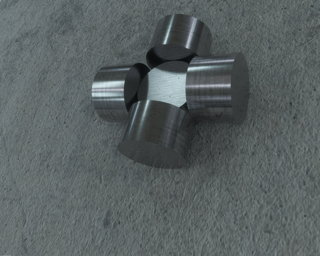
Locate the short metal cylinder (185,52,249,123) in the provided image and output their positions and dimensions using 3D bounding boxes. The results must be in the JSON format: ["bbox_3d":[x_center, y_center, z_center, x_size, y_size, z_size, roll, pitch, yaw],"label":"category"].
[{"bbox_3d":[0.069,-0.046,0.361,0.050,0.080,0.080,2,63,29],"label":"short metal cylinder"}]

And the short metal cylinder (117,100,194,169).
[{"bbox_3d":[-0.004,0.010,0.364,0.080,0.080,0.050,0,62,28],"label":"short metal cylinder"}]

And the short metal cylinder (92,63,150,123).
[{"bbox_3d":[-0.046,-0.047,0.422,0.050,0.080,0.080,2,63,29],"label":"short metal cylinder"}]

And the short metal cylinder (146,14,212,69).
[{"bbox_3d":[0.026,-0.105,0.419,0.080,0.080,0.050,2,63,28],"label":"short metal cylinder"}]

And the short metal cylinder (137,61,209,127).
[{"bbox_3d":[0.018,-0.040,0.404,0.080,0.050,0.080,-13,56,20],"label":"short metal cylinder"}]
